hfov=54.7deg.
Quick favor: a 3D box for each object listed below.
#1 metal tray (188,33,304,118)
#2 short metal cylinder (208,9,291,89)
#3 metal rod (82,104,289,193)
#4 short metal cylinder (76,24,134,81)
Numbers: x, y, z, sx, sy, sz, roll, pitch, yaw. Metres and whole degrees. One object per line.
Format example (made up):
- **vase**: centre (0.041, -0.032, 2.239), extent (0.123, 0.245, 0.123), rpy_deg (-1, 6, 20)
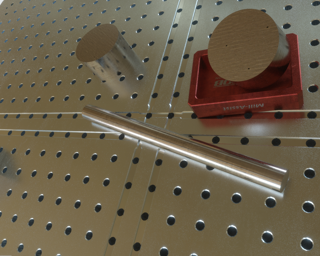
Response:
- **metal tray**: centre (0.105, -0.064, 0.388), extent (0.130, 0.030, 0.090), rpy_deg (-5, 59, 25)
- **short metal cylinder**: centre (0.103, -0.088, 0.356), extent (0.080, 0.050, 0.080), rpy_deg (-4, 83, 36)
- **metal rod**: centre (0.007, 0.014, 0.394), extent (0.300, 0.025, 0.025), rpy_deg (18, 71, 34)
- **short metal cylinder**: centre (-0.091, -0.125, 0.515), extent (0.080, 0.050, 0.080), rpy_deg (-13, 56, 20)
